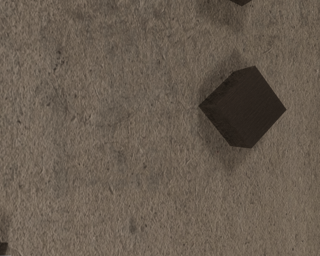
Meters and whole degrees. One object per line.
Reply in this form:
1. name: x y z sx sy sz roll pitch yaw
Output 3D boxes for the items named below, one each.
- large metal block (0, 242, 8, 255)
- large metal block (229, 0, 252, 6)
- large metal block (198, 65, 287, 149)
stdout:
1. large metal block: -0.211 0.164 0.318 0.081 0.050 0.080 12 86 -20
2. large metal block: 0.107 -0.233 0.436 0.081 0.050 0.080 17 84 -20
3. large metal block: 0.117 -0.029 0.441 0.080 0.050 0.080 -44 104 -15
